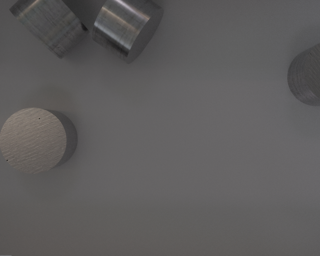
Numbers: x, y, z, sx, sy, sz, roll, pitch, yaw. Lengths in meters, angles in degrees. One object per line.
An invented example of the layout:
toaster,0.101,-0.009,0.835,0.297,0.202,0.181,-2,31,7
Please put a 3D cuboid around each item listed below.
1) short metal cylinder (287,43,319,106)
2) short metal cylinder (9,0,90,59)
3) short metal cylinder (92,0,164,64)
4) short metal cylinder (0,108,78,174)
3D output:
short metal cylinder,0.215,-0.070,0.400,0.081,0.050,0.080,0,90,0
short metal cylinder,-0.134,-0.132,0.383,0.050,0.080,0.080,-44,90,0
short metal cylinder,-0.039,-0.127,0.383,0.050,0.080,0.080,35,90,0
short metal cylinder,-0.153,0.015,0.398,0.081,0.050,0.080,0,90,0
